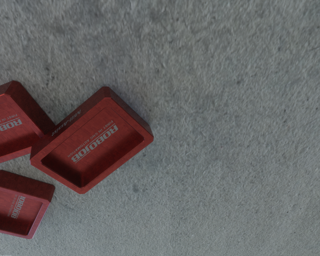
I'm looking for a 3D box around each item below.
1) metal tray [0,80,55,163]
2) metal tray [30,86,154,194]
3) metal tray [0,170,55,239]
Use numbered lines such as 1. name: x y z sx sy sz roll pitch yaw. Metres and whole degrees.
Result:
1. metal tray: -0.214 0.001 0.401 0.130 0.030 0.090 -18 128 14
2. metal tray: -0.085 0.020 0.395 0.130 0.030 0.090 -38 126 10
3. metal tray: -0.238 0.131 0.511 0.091 0.030 0.129 22 127 -18
